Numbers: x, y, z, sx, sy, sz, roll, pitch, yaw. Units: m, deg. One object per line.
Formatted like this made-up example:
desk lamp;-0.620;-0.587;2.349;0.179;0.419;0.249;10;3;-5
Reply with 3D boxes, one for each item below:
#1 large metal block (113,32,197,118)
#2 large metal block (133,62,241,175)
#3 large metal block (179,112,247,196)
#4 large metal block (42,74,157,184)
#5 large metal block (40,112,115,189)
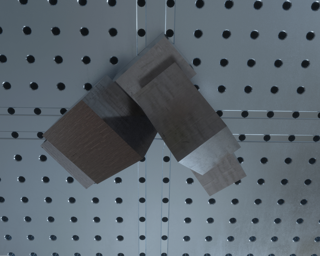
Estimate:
large metal block;-0.009;-0.063;0.359;0.080;0.080;0.050;-40;106;13
large metal block;0.029;-0.005;0.307;0.050;0.080;0.080;-38;64;8
large metal block;0.058;0.024;0.392;0.050;0.080;0.080;-32;107;11
large metal block;-0.062;0.004;0.331;0.080;0.050;0.080;-32;109;37
large metal block;-0.090;0.018;0.405;0.080;0.050;0.080;-38;106;12
